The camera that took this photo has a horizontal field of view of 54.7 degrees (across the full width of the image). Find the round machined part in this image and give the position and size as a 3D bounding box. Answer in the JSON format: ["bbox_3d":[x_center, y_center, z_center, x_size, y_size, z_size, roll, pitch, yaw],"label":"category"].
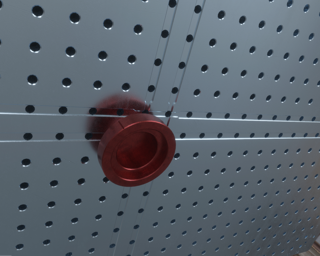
[{"bbox_3d":[-0.033,0.024,0.399,0.099,0.042,0.097,-14,125,-21],"label":"round machined part"}]
